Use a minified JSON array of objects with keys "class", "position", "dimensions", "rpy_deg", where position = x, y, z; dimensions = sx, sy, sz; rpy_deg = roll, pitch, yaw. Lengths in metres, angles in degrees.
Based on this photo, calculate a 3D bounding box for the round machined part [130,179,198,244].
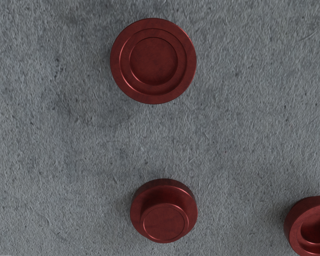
[{"class":"round machined part","position":[0.006,0.126,0.447],"dimensions":[0.099,0.042,0.097],"rpy_deg":[0,110,0]}]

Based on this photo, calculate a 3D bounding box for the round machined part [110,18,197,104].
[{"class":"round machined part","position":[-0.007,-0.081,0.371],"dimensions":[0.099,0.042,0.097],"rpy_deg":[0,110,0]}]

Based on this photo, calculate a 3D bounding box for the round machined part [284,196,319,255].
[{"class":"round machined part","position":[0.230,0.140,0.454],"dimensions":[0.099,0.042,0.097],"rpy_deg":[0,110,0]}]
